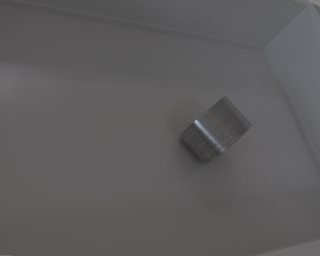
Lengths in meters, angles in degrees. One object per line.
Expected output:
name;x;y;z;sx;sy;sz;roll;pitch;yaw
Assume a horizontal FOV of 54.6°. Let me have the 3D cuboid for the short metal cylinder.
short metal cylinder;0.072;0.003;0.407;0.050;0.080;0.080;49;51;6
